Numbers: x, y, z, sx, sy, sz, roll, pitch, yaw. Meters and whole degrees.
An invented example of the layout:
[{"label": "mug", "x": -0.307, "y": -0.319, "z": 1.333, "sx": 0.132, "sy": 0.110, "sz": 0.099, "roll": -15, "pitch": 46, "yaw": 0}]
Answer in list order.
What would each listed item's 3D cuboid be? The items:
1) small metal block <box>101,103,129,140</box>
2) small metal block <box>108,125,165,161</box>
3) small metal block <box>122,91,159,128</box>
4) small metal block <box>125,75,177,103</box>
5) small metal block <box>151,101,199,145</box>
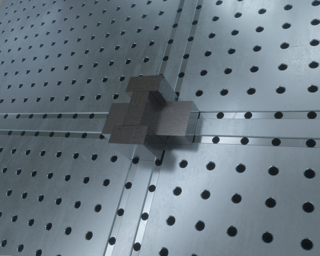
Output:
[{"label": "small metal block", "x": -0.048, "y": -0.008, "z": 0.436, "sx": 0.050, "sy": 0.025, "sz": 0.050, "roll": 1, "pitch": 62, "yaw": 28}, {"label": "small metal block", "x": -0.028, "y": 0.020, "z": 0.393, "sx": 0.050, "sy": 0.050, "sz": 0.025, "roll": 1, "pitch": 62, "yaw": 28}, {"label": "small metal block", "x": -0.020, "y": -0.013, "z": 0.409, "sx": 0.025, "sy": 0.050, "sz": 0.050, "roll": 1, "pitch": 62, "yaw": 28}, {"label": "small metal block", "x": -0.011, "y": -0.047, "z": 0.425, "sx": 0.050, "sy": 0.050, "sz": 0.025, "roll": 1, "pitch": 62, "yaw": 28}, {"label": "small metal block", "x": 0.019, "y": -0.007, "z": 0.401, "sx": 0.050, "sy": 0.025, "sz": 0.050, "roll": 1, "pitch": 62, "yaw": 28}]
